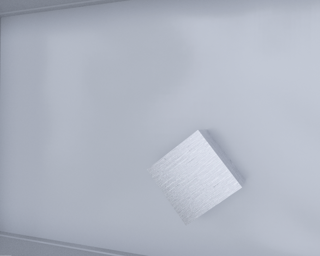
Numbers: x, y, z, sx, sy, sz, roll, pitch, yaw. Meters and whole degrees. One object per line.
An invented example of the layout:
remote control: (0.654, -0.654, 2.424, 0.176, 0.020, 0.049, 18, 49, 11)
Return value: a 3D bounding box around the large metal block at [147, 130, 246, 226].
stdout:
large metal block: (0.046, 0.058, 0.381, 0.080, 0.050, 0.080, -39, 78, 16)
